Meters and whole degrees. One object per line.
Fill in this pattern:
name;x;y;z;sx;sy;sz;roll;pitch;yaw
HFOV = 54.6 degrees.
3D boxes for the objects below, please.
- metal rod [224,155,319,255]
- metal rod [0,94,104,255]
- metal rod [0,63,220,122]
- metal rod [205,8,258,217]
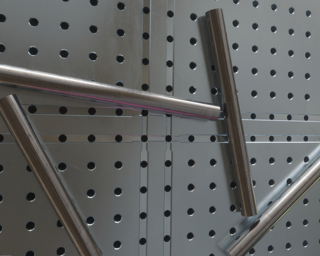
metal rod;0.217;0.099;0.492;0.301;0.025;0.025;-38;102;-16
metal rod;-0.111;0.100;0.371;0.025;0.025;0.299;-28;100;-18
metal rod;-0.061;-0.042;0.389;0.302;0.025;0.025;8;87;-20
metal rod;0.105;-0.019;0.450;0.025;0.025;0.298;-12;94;-20
